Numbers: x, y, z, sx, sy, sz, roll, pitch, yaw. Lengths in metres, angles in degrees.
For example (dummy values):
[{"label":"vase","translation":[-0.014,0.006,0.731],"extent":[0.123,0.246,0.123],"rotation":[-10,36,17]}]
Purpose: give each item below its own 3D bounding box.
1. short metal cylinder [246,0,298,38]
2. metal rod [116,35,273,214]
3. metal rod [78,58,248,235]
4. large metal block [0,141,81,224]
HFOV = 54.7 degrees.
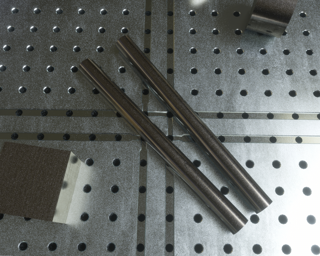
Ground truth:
[{"label":"short metal cylinder","translation":[0.162,-0.177,0.448],"extent":[0.050,0.080,0.080],"rotation":[18,71,6]},{"label":"metal rod","translation":[0.036,-0.015,0.417],"extent":[0.025,0.025,0.300],"rotation":[-36,74,-12]},{"label":"metal rod","translation":[-0.005,0.014,0.406],"extent":[0.025,0.025,0.300],"rotation":[-41,75,-13]},{"label":"large metal block","translation":[-0.150,0.067,0.373],"extent":[0.080,0.050,0.080],"rotation":[8,70,3]}]
